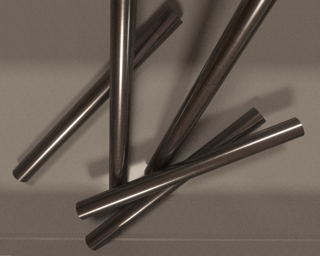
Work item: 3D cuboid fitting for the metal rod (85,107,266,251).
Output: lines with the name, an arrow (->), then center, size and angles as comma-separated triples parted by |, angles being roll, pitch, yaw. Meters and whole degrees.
metal rod -> 0.015, 0.075, 0.430 | 0.300, 0.025, 0.025 | -39, 106, 9

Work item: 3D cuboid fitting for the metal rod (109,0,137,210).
metal rod -> -0.047, -0.013, 0.369 | 0.025, 0.025, 0.298 | 5, 124, -2

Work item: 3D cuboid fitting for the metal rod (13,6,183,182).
metal rod -> -0.088, -0.033, 0.397 | 0.299, 0.025, 0.025 | -43, 105, 14

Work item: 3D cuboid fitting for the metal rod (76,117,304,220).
metal rod -> 0.033, 0.054, 0.398 | 0.301, 0.025, 0.025 | -22, 109, 6

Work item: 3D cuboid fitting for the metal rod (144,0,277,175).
metal rod -> 0.042, -0.032, 0.336 | 0.025, 0.025, 0.298 | 21, 133, -8
